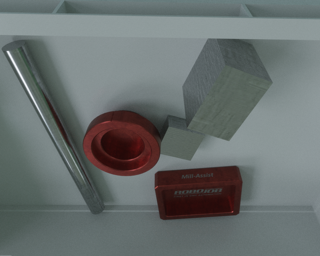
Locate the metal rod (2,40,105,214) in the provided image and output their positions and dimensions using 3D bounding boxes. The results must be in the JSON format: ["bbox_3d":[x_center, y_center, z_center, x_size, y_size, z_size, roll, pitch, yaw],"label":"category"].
[{"bbox_3d":[-0.131,0.023,0.426,0.025,0.025,0.298,-8,130,6],"label":"metal rod"}]

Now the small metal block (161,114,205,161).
[{"bbox_3d":[0.027,0.014,0.422,0.050,0.025,0.050,14,129,-13],"label":"small metal block"}]

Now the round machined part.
[{"bbox_3d":[-0.048,0.015,0.408,0.099,0.042,0.097,2,130,2],"label":"round machined part"}]

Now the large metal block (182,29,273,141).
[{"bbox_3d":[0.066,-0.047,0.334,0.050,0.080,0.079,17,128,-14],"label":"large metal block"}]

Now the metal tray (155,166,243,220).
[{"bbox_3d":[0.061,0.106,0.496,0.131,0.030,0.089,-5,130,3],"label":"metal tray"}]
